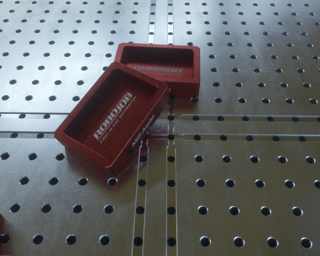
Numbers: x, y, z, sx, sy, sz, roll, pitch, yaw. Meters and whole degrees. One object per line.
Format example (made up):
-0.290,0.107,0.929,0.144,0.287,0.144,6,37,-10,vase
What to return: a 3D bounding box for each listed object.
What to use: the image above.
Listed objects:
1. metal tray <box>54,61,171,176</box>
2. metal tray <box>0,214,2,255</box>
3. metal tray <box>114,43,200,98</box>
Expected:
-0.058,-0.016,0.396,0.090,0.030,0.130,27,70,21,metal tray
-0.223,0.132,0.292,0.131,0.030,0.090,-14,51,-11,metal tray
-0.005,-0.091,0.480,0.131,0.030,0.090,3,50,3,metal tray
